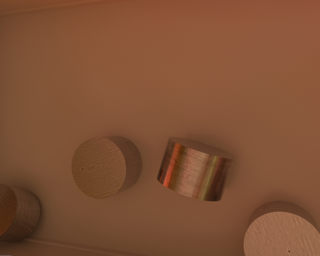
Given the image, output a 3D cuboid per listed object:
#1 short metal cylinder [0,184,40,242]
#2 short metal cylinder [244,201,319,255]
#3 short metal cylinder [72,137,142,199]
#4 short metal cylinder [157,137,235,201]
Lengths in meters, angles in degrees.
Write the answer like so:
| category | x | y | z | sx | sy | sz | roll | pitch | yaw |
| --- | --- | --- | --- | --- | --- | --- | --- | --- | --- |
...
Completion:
| category | x | y | z | sx | sy | sz | roll | pitch | yaw |
| --- | --- | --- | --- | --- | --- | --- | --- | --- | --- |
| short metal cylinder | -0.231 | 0.128 | 0.465 | 0.080 | 0.050 | 0.080 | -7 | 66 | 16 |
| short metal cylinder | 0.138 | 0.128 | 0.348 | 0.080 | 0.050 | 0.080 | 0 | 90 | 20 |
| short metal cylinder | -0.071 | 0.052 | 0.422 | 0.080 | 0.050 | 0.080 | 0 | 90 | 20 |
| short metal cylinder | 0.042 | 0.046 | 0.366 | 0.080 | 0.080 | 0.050 | 18 | 96 | 19 |
